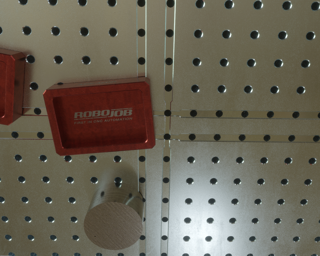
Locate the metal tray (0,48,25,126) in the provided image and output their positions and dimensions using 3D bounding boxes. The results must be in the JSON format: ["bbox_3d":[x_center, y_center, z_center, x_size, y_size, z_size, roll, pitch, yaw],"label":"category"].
[{"bbox_3d":[-0.242,-0.060,0.385,0.131,0.030,0.089,11,110,-5],"label":"metal tray"}]

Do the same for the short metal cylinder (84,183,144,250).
[{"bbox_3d":[-0.064,0.126,0.446,0.081,0.050,0.079,0,110,-1],"label":"short metal cylinder"}]

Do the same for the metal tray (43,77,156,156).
[{"bbox_3d":[-0.075,-0.015,0.404,0.131,0.030,0.089,-5,110,1],"label":"metal tray"}]
